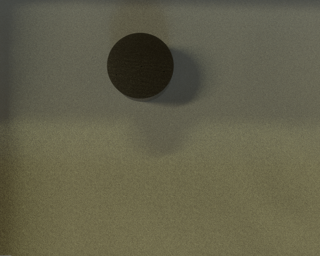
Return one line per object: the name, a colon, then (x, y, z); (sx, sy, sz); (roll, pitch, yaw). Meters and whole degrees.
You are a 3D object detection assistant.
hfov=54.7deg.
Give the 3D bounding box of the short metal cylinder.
short metal cylinder: (-0.024, -0.075, 0.399); (0.081, 0.050, 0.079); (0, 90, -1)
